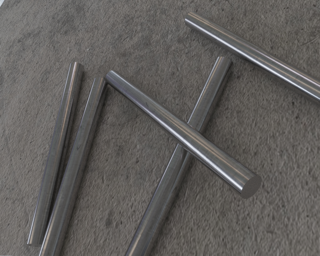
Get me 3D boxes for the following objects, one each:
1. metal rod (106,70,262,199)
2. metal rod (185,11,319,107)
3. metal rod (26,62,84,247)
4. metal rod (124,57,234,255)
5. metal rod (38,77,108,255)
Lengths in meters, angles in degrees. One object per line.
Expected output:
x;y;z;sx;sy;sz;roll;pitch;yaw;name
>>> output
0.003;-0.014;0.384;0.025;0.025;0.300;-46;43;-4;metal rod
0.129;-0.084;0.387;0.025;0.025;0.300;-43;51;-1;metal rod
-0.152;0.021;0.470;0.025;0.025;0.299;-12;57;22;metal rod
0.023;0.041;0.366;0.025;0.025;0.300;14;69;34;metal rod
-0.118;0.057;0.430;0.025;0.025;0.300;-4;60;26;metal rod
